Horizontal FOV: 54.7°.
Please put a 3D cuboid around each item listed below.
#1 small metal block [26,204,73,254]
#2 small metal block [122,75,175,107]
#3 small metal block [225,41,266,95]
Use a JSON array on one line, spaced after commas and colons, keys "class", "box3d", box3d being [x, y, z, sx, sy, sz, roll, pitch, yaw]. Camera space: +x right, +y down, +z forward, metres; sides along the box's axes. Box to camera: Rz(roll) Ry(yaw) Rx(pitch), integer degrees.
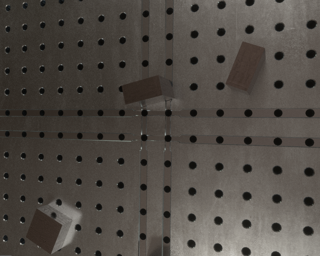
[{"class": "small metal block", "box3d": [-0.168, 0.153, 0.470, 0.050, 0.025, 0.050, 25, 98, 18]}, {"class": "small metal block", "box3d": [-0.014, -0.047, 0.403, 0.050, 0.050, 0.025, -13, 86, 19]}, {"class": "small metal block", "box3d": [0.102, -0.068, 0.363, 0.025, 0.050, 0.050, 23, 98, 18]}]
